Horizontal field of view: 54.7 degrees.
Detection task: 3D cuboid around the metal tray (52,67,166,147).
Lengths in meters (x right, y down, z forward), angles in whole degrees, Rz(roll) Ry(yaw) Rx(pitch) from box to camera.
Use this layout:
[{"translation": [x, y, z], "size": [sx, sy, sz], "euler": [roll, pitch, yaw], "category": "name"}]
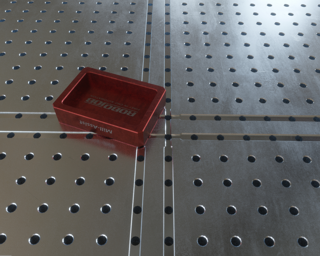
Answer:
[{"translation": [-0.067, -0.033, 0.431], "size": [0.130, 0.030, 0.090], "euler": [17, 52, 13], "category": "metal tray"}]
